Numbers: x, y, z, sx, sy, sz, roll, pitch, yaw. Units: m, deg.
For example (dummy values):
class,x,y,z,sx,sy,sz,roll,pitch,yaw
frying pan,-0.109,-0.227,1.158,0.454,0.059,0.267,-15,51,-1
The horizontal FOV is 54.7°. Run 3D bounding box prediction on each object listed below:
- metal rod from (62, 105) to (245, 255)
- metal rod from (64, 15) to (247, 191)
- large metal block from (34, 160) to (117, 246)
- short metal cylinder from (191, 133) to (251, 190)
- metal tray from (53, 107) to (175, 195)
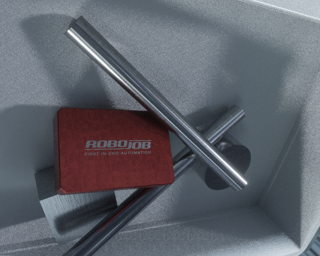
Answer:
class,x,y,z,sx,sy,sz,roll,pitch,yaw
metal rod,0.005,0.066,0.404,0.301,0.025,0.025,-39,131,-20
metal rod,0.014,-0.011,0.371,0.025,0.025,0.300,-46,117,4
large metal block,-0.101,0.088,0.387,0.081,0.050,0.079,-18,126,-19
short metal cylinder,0.089,0.047,0.469,0.081,0.050,0.079,-14,125,-21
metal tray,-0.051,0.026,0.357,0.131,0.030,0.090,1,74,-28
